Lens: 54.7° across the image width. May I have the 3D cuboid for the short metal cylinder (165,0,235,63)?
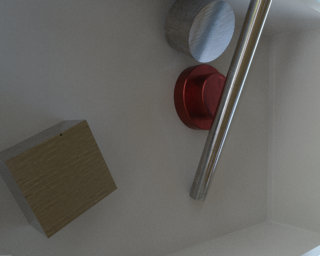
[{"bbox_3d":[0.053,-0.135,0.416,0.081,0.050,0.079,-23,132,-28],"label":"short metal cylinder"}]

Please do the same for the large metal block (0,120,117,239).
[{"bbox_3d":[-0.102,0.045,0.306,0.081,0.050,0.080,-33,111,-35],"label":"large metal block"}]

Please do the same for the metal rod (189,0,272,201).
[{"bbox_3d":[0.092,-0.036,0.414,0.025,0.025,0.298,0,113,-40],"label":"metal rod"}]

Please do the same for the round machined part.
[{"bbox_3d":[0.071,-0.045,0.457,0.099,0.042,0.097,0,90,-40],"label":"round machined part"}]
